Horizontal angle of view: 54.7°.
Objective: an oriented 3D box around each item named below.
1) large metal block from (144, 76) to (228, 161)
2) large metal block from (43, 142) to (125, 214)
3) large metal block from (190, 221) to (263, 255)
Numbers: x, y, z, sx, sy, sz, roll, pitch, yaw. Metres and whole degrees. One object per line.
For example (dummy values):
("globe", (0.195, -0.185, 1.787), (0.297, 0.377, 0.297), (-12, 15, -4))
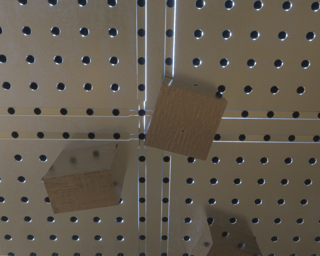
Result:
("large metal block", (0.030, -0.013, 0.396), (0.081, 0.050, 0.079), (15, 109, -6))
("large metal block", (-0.094, 0.063, 0.406), (0.080, 0.080, 0.050), (-8, 110, 2))
("large metal block", (0.098, 0.202, 0.476), (0.080, 0.050, 0.079), (19, 109, -8))
